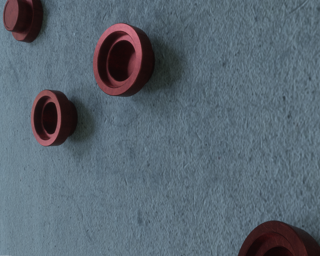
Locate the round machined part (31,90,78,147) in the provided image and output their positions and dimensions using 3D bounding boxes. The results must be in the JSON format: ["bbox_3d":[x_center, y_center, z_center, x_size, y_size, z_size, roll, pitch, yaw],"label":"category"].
[{"bbox_3d":[-0.183,-0.017,0.545,0.098,0.042,0.097,0,90,40],"label":"round machined part"}]

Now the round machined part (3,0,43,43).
[{"bbox_3d":[-0.282,-0.226,0.627,0.098,0.042,0.097,0,90,40],"label":"round machined part"}]

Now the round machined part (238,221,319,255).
[{"bbox_3d":[0.113,0.138,0.279,0.097,0.042,0.098,-59,17,30],"label":"round machined part"}]

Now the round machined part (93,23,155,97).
[{"bbox_3d":[-0.046,-0.092,0.432,0.098,0.042,0.097,0,90,40],"label":"round machined part"}]
